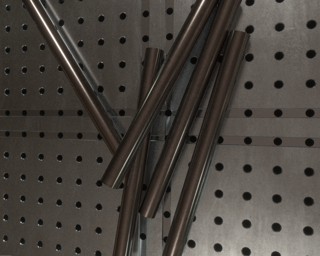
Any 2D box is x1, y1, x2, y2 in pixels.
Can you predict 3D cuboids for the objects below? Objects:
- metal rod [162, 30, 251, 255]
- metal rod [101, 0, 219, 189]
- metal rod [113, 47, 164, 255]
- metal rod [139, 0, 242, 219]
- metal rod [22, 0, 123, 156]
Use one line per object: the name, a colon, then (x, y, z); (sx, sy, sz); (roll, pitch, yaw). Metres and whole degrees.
metal rod: (0.056, 0.027, 0.392); (0.025, 0.025, 0.298); (18, 96, 18)
metal rod: (0.008, -0.062, 0.385); (0.025, 0.025, 0.299); (28, 90, 17)
metal rod: (-0.030, 0.043, 0.410); (0.025, 0.025, 0.298); (9, 89, 19)
metal rod: (0.036, -0.023, 0.399); (0.025, 0.025, 0.298); (23, 97, 18)
metal rod: (-0.124, -0.078, 0.454); (0.025, 0.025, 0.299); (-35, 79, 16)
